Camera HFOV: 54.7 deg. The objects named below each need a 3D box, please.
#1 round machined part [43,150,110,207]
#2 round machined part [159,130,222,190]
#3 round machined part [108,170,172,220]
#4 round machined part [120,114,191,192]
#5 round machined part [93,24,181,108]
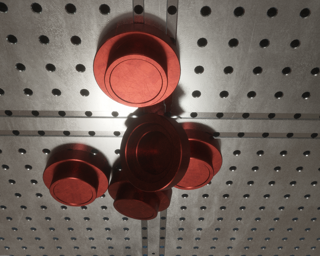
[{"bbox_3d":[-0.127,0.082,0.469,0.099,0.042,0.097,-1,130,0],"label":"round machined part"},{"bbox_3d":[0.041,0.052,0.446,0.099,0.042,0.097,-1,130,0],"label":"round machined part"},{"bbox_3d":[-0.033,0.108,0.476,0.099,0.042,0.097,9,141,8],"label":"round machined part"},{"bbox_3d":[-0.002,0.032,0.403,0.098,0.098,0.042,-38,155,27],"label":"round machined part"},{"bbox_3d":[-0.026,-0.062,0.347,0.099,0.042,0.097,-1,130,0],"label":"round machined part"}]
